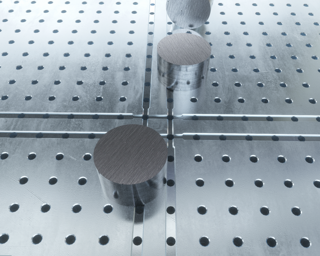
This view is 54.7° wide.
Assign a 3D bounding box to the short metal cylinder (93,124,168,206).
[{"bbox_3d":[-0.032,0.042,0.356,0.081,0.050,0.080,0,50,0],"label":"short metal cylinder"}]

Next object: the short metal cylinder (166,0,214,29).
[{"bbox_3d":[0.056,-0.230,0.565,0.080,0.080,0.050,11,51,9],"label":"short metal cylinder"}]

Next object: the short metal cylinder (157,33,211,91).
[{"bbox_3d":[0.036,-0.102,0.477,0.081,0.050,0.080,0,50,0],"label":"short metal cylinder"}]
